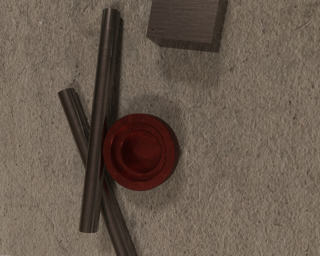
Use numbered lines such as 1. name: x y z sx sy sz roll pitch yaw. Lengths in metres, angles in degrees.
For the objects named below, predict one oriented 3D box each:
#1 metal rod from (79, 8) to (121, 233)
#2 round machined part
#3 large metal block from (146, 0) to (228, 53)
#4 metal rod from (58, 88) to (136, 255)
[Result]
1. metal rod: -0.080 -0.013 0.419 0.025 0.025 0.298 3 85 19
2. round machined part: -0.021 0.030 0.407 0.098 0.042 0.097 0 90 19
3. large metal block: 0.036 -0.142 0.383 0.080 0.050 0.079 11 94 19
4. metal rod: -0.083 0.084 0.436 0.025 0.025 0.299 -24 82 18
